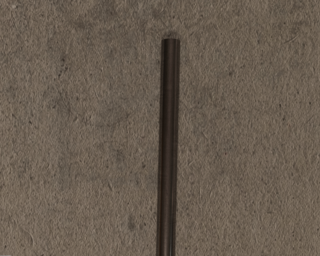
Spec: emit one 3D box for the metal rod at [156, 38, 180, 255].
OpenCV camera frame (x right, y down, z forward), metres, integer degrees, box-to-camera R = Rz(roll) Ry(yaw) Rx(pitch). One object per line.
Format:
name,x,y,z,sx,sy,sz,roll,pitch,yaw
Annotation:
metal rod,0.011,0.034,0.410,0.025,0.025,0.298,1,90,-1
